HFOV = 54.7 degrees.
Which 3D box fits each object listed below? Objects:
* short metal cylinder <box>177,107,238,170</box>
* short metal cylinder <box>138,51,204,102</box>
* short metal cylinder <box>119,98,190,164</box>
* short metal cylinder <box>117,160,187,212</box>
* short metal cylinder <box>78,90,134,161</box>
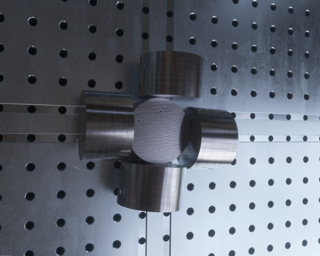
[{"bbox_3d":[0.058,0.014,0.405,0.050,0.080,0.080,4,89,-20],"label":"short metal cylinder"},{"bbox_3d":[0.014,-0.061,0.388,0.081,0.080,0.050,3,89,-20],"label":"short metal cylinder"},{"bbox_3d":[-0.009,0.004,0.396,0.081,0.050,0.080,0,90,-21],"label":"short metal cylinder"},{"bbox_3d":[-0.010,0.068,0.378,0.081,0.080,0.050,6,88,-20],"label":"short metal cylinder"},{"bbox_3d":[-0.065,-0.002,0.359,0.050,0.080,0.080,2,90,-21],"label":"short metal cylinder"}]
